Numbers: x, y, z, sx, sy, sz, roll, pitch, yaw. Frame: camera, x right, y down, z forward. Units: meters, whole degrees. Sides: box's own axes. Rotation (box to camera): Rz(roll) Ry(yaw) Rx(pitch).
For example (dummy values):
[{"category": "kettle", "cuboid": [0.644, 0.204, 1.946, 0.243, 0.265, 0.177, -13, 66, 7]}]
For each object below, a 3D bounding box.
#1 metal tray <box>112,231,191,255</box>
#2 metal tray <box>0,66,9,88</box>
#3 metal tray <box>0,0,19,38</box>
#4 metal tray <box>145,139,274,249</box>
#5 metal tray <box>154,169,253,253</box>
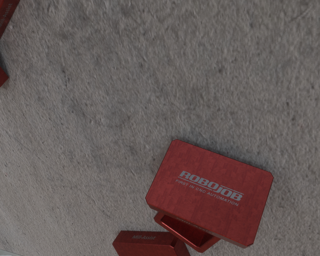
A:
[{"category": "metal tray", "cuboid": [-0.011, 0.227, 0.548, 0.130, 0.030, 0.090, -10, 113, 32]}, {"category": "metal tray", "cuboid": [-0.309, -0.110, 0.470, 0.130, 0.030, 0.090, 20, 153, 16]}, {"category": "metal tray", "cuboid": [-0.239, -0.185, 0.412, 0.090, 0.030, 0.130, 49, 128, -7]}, {"category": "metal tray", "cuboid": [0.060, 0.077, 0.378, 0.130, 0.090, 0.030, 19, 157, 16]}, {"category": "metal tray", "cuboid": [0.056, 0.118, 0.438, 0.090, 0.030, 0.129, 34, 133, 4]}]
